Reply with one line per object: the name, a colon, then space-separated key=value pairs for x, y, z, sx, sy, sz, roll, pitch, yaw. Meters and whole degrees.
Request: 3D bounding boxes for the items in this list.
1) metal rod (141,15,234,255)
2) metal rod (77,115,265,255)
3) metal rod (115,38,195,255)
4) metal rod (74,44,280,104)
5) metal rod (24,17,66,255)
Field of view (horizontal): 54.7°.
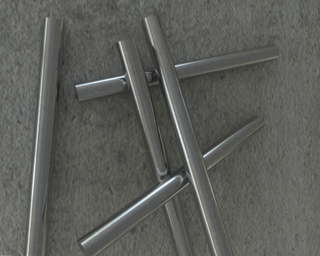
metal rod: x=0.029 y=0.005 z=0.372 sx=0.025 sy=0.025 sz=0.299 roll=-13 pitch=80 yaw=-20
metal rod: x=0.035 y=0.058 z=0.388 sx=0.302 sy=0.025 sz=0.025 roll=-30 pitch=101 yaw=-31
metal rod: x=-0.002 y=0.039 z=0.393 sx=0.025 sy=0.025 sz=0.298 roll=-20 pitch=103 yaw=-19
metal rod: x=0.037 y=-0.079 z=0.423 sx=0.302 sy=0.025 sz=0.025 roll=-15 pitch=96 yaw=-20
metal rod: x=-0.135 y=0.024 z=0.359 sx=0.025 sy=0.025 sz=0.298 roll=5 pitch=89 yaw=-20
